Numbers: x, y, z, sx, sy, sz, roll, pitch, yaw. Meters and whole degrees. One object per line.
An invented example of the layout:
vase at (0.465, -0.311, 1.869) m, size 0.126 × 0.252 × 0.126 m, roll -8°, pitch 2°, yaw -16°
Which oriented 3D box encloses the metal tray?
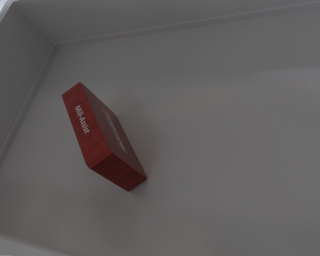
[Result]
metal tray at (-0.072, 0.010, 0.396) m, size 0.030 × 0.090 × 0.130 m, roll -36°, pitch 51°, yaw 5°
